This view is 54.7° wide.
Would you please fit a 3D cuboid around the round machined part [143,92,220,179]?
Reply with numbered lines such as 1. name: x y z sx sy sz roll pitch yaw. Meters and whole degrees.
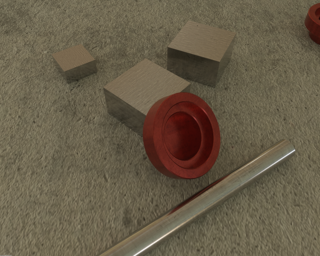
1. round machined part: 0.021 0.010 0.361 0.098 0.098 0.042 -47 20 -31

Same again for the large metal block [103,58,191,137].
1. large metal block: -0.016 -0.040 0.420 0.080 0.050 0.080 34 58 25

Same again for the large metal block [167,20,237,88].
1. large metal block: 0.065 -0.117 0.486 0.080 0.050 0.080 20 53 16

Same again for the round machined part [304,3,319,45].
1. round machined part: 0.304 -0.177 0.543 0.099 0.042 0.098 0 50 0

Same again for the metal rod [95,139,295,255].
1. metal rod: 0.031 0.088 0.328 0.302 0.025 0.025 -27 55 -21

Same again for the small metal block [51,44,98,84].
1. small metal block: -0.134 -0.102 0.488 0.050 0.025 0.050 -27 55 -21
